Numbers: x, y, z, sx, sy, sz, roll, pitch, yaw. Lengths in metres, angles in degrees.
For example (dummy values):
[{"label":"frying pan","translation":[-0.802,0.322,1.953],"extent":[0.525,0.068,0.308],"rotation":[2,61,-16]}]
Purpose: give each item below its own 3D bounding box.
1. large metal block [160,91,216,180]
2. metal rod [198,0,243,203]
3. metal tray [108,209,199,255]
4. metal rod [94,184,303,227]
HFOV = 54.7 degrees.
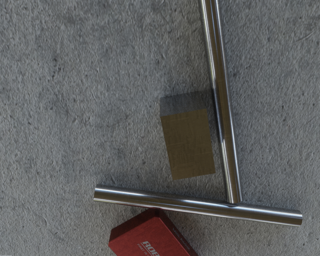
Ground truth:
[{"label":"large metal block","translation":[0.032,0.006,0.383],"extent":[0.050,0.080,0.079],"rotation":[-10,110,3]},{"label":"metal rod","translation":[0.079,-0.035,0.397],"extent":[0.025,0.025,0.298],"rotation":[-11,110,3]},{"label":"metal tray","translation":[-0.005,0.192,0.478],"extent":[0.090,0.030,0.130],"rotation":[-32,107,10]},{"label":"metal rod","translation":[0.057,0.114,0.452],"extent":[0.302,0.025,0.025],"rotation":[8,110,-4]}]
